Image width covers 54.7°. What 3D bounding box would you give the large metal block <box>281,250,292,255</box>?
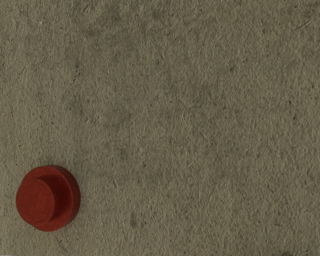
[{"bbox_3d":[0.127,0.192,0.335,0.080,0.080,0.050,-45,76,14],"label":"large metal block"}]

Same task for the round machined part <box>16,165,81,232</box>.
[{"bbox_3d":[-0.171,0.105,0.459,0.098,0.042,0.097,0,90,19],"label":"round machined part"}]
